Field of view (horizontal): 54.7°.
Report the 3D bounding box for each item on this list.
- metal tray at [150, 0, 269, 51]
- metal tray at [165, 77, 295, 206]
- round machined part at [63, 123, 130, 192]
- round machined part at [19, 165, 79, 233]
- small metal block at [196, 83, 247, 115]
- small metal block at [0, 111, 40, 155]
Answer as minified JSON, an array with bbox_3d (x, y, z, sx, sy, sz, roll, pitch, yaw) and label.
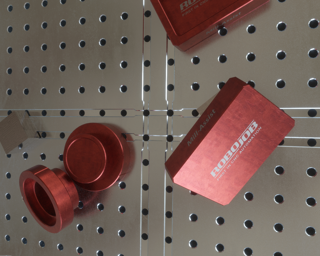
[{"bbox_3d":[0.059,-0.169,0.388,0.130,0.030,0.090,-28,81,17],"label":"metal tray"},{"bbox_3d":[0.079,0.019,0.353,0.090,0.030,0.130,30,103,-28],"label":"metal tray"},{"bbox_3d":[-0.096,0.041,0.437,0.098,0.042,0.097,0,90,20],"label":"round machined part"},{"bbox_3d":[-0.154,0.096,0.444,0.098,0.042,0.097,18,121,34],"label":"round machined part"},{"bbox_3d":[0.076,-0.027,0.372,0.050,0.050,0.025,-39,78,16],"label":"small metal block"},{"bbox_3d":[-0.229,0.007,0.493,0.050,0.025,0.050,-33,79,17],"label":"small metal block"}]
